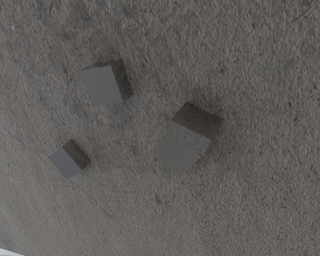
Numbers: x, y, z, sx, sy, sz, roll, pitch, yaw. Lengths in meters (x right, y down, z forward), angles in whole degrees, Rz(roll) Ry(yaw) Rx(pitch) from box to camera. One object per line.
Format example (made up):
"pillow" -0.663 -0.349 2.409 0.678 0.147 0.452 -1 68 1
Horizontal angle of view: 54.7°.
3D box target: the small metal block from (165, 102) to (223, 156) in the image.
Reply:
"small metal block" 0.041 0.000 0.369 0.050 0.050 0.025 27 128 11

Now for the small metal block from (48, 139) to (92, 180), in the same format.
"small metal block" -0.152 0.053 0.520 0.050 0.025 0.050 -32 101 38

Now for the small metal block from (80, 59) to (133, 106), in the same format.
"small metal block" -0.070 -0.059 0.407 0.050 0.025 0.050 -3 117 29

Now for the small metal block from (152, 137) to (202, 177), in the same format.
"small metal block" 0.026 0.029 0.411 0.050 0.025 0.050 39 129 1
